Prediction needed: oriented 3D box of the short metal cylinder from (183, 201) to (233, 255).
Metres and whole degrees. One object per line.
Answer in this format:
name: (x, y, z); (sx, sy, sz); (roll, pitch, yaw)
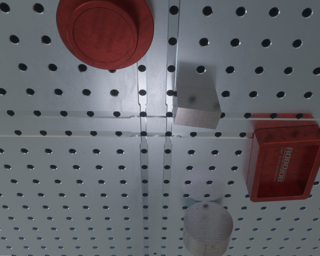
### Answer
short metal cylinder: (0.080, 0.172, 0.523); (0.081, 0.080, 0.050); (-1, 130, 0)

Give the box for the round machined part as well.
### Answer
round machined part: (-0.055, -0.101, 0.314); (0.099, 0.042, 0.097); (0, 130, 0)

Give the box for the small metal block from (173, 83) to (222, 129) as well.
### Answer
small metal block: (0.043, -0.027, 0.373); (0.050, 0.050, 0.025); (7, 130, -6)

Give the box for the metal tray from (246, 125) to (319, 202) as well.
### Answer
metal tray: (0.182, 0.057, 0.458); (0.091, 0.030, 0.129); (-4, 130, 3)
